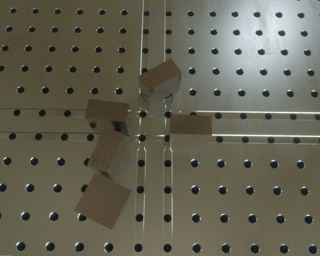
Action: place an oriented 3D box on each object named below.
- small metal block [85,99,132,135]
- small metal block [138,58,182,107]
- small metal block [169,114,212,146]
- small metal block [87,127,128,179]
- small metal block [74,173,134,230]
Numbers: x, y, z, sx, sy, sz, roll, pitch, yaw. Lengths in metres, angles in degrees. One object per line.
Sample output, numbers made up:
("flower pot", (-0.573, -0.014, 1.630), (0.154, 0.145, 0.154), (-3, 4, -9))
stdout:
("small metal block", (-0.065, -0.013, 0.403), (0.050, 0.050, 0.025), (7, 70, 2))
("small metal block", (0.000, -0.061, 0.421), (0.050, 0.050, 0.025), (-31, 73, -11))
("small metal block", (0.038, 0.004, 0.397), (0.050, 0.050, 0.025), (2, 70, 0))
("small metal block", (-0.063, 0.033, 0.386), (0.025, 0.050, 0.050), (20, 71, 7))
("small metal block", (-0.067, 0.090, 0.378), (0.050, 0.025, 0.050), (24, 72, 8))
